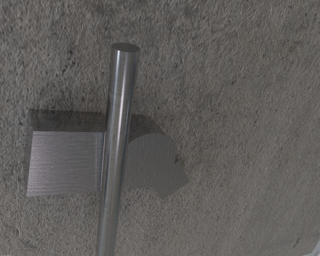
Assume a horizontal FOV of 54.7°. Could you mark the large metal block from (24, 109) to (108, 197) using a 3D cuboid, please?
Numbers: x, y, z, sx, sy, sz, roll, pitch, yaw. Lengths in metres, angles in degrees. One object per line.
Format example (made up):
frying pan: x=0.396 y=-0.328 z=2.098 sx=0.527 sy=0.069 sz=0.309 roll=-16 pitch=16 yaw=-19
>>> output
large metal block: x=-0.106 y=0.027 z=0.350 sx=0.081 sy=0.050 sz=0.079 roll=2 pitch=118 yaw=-29

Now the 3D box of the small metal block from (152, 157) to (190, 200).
small metal block: x=0.010 y=0.071 z=0.456 sx=0.050 sy=0.025 sz=0.050 roll=-33 pitch=129 yaw=-7

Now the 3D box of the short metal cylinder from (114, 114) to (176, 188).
short metal cylinder: x=-0.027 y=0.029 z=0.395 sx=0.081 sy=0.050 sz=0.079 roll=-14 pitch=124 yaw=-21

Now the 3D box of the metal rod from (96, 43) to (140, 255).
metal rod: x=-0.053 y=0.054 z=0.348 sx=0.025 sy=0.025 sz=0.298 roll=-6 pitch=125 yaw=-25
